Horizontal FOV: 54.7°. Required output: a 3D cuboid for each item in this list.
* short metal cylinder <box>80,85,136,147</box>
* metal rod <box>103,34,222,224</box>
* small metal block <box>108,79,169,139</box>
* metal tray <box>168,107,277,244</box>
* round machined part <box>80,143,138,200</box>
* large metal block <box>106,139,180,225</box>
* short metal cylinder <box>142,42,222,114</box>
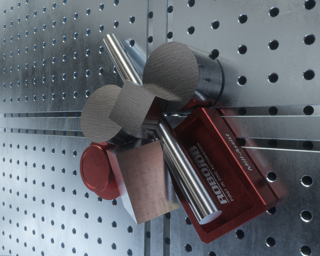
[{"bbox_3d":[-0.061,-0.013,0.424,0.080,0.050,0.080,-10,69,28],"label":"short metal cylinder"},{"bbox_3d":[-0.012,-0.022,0.382,0.025,0.025,0.299,-50,51,28],"label":"metal rod"},{"bbox_3d":[-0.025,-0.021,0.356,0.050,0.025,0.050,33,102,35],"label":"small metal block"},{"bbox_3d":[0.056,0.052,0.355,0.090,0.030,0.130,-44,64,31],"label":"metal tray"},{"bbox_3d":[-0.082,0.058,0.460,0.098,0.042,0.097,0,90,40],"label":"round machined part"},{"bbox_3d":[-0.024,0.059,0.374,0.080,0.050,0.080,179,74,-73],"label":"large metal block"},{"bbox_3d":[0.026,-0.057,0.367,0.080,0.050,0.079,0,90,40],"label":"short metal cylinder"}]
